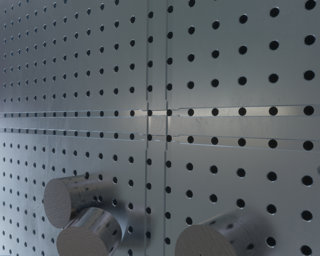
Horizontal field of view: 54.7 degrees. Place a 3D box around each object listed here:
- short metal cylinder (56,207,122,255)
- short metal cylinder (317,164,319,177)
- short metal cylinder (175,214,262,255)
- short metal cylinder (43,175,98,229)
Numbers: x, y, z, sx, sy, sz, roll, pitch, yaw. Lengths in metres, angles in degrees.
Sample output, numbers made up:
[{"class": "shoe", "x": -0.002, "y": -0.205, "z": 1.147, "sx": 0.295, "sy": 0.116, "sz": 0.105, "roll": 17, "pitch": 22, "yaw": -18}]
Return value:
[{"class": "short metal cylinder", "x": -0.103, "y": 0.166, "z": 0.457, "sx": 0.080, "sy": 0.050, "sz": 0.079, "roll": 5, "pitch": 108, "yaw": 14}, {"class": "short metal cylinder", "x": 0.170, "y": 0.041, "z": 0.233, "sx": 0.080, "sy": 0.081, "sz": 0.050, "roll": 52, "pitch": 120, "yaw": 27}, {"class": "short metal cylinder", "x": 0.063, "y": 0.141, "z": 0.341, "sx": 0.080, "sy": 0.050, "sz": 0.079, "roll": 0, "pitch": 90, "yaw": 40}, {"class": "short metal cylinder", "x": -0.150, "y": 0.121, "z": 0.517, "sx": 0.080, "sy": 0.050, "sz": 0.079, "roll": 0, "pitch": 90, "yaw": 40}]
